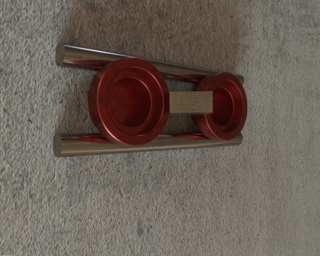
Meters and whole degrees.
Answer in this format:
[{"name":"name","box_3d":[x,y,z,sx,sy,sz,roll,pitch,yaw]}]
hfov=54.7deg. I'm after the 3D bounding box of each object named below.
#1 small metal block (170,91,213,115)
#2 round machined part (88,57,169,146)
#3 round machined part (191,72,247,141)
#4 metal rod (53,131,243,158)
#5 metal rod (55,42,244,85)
[{"name":"small metal block","box_3d":[0.038,-0.030,0.387,0.050,0.050,0.025,0,90,3]},{"name":"round machined part","box_3d":[-0.038,-0.029,0.357,0.099,0.042,0.097,0,90,-40]},{"name":"round machined part","box_3d":[0.083,-0.031,0.457,0.099,0.042,0.097,0,90,-40]},{"name":"metal rod","box_3d":[0.011,0.017,0.414,0.302,0.025,0.025,0,90,-40]},{"name":"metal rod","box_3d":[0.013,-0.076,0.416,0.302,0.025,0.025,0,90,-40]}]
